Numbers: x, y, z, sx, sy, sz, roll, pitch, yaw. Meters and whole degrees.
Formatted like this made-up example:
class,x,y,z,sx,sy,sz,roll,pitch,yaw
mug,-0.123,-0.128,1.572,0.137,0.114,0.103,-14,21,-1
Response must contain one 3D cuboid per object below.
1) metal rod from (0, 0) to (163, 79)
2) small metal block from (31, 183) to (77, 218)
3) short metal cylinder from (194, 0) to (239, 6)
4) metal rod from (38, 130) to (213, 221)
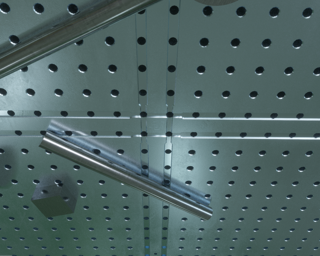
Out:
class,x,y,z,sx,sy,sz,roll,pitch,yaw
metal rod,-0.133,-0.087,0.335,0.301,0.025,0.025,-20,128,16
small metal block,-0.174,0.120,0.512,0.050,0.025,0.050,-12,129,10
short metal cylinder,0.049,-0.153,0.265,0.081,0.050,0.079,0,130,0
metal rod,-0.038,0.081,0.480,0.301,0.025,0.025,29,124,-23
